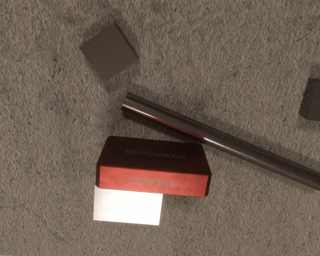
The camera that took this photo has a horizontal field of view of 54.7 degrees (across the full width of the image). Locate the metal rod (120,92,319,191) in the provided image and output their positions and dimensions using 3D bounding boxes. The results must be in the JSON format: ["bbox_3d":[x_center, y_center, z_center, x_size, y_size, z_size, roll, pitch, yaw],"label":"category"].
[{"bbox_3d":[0.092,0.021,0.419,0.302,0.025,0.025,22,108,-9],"label":"metal rod"}]

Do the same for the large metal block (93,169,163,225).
[{"bbox_3d":[-0.039,0.079,0.409,0.081,0.080,0.050,6,110,-3],"label":"large metal block"}]

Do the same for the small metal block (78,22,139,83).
[{"bbox_3d":[-0.060,-0.092,0.375,0.050,0.025,0.050,-31,108,10],"label":"small metal block"}]

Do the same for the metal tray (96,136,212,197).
[{"bbox_3d":[-0.008,0.045,0.391,0.131,0.090,0.030,5,110,-3],"label":"metal tray"}]

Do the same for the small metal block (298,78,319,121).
[{"bbox_3d":[0.215,-0.035,0.400,0.050,0.025,0.050,6,110,-3],"label":"small metal block"}]
